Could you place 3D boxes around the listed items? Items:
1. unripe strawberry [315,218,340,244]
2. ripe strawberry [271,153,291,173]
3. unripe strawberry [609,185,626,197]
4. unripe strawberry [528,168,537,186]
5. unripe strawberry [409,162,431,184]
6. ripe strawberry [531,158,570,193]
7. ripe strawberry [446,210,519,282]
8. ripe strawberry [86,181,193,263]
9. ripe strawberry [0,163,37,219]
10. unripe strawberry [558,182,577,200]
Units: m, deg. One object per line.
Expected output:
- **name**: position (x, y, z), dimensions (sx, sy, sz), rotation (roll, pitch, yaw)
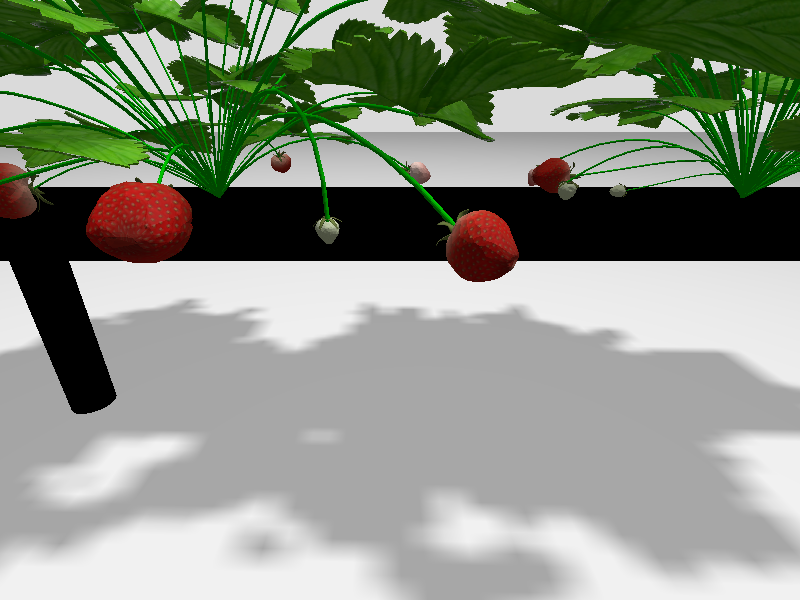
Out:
- **unripe strawberry**: position (-0.033, -0.031, 0.184), dimensions (0.011, 0.011, 0.011), rotation (-16, 29, -32)
- **ripe strawberry**: position (-0.148, -0.171, 0.501), dimensions (0.025, 0.021, 0.025), rotation (1, -24, 2)
- **unripe strawberry**: position (0.185, -0.093, 0.340), dimensions (0.012, 0.010, 0.012), rotation (-1, 24, -1)
- **unripe strawberry**: position (0.134, -0.122, 0.399), dimensions (0.017, 0.017, 0.019), rotation (39, 32, 3)
- **unripe strawberry**: position (0.019, -0.127, 0.404), dimensions (0.025, 0.022, 0.025), rotation (8, 19, -27)
- **ripe strawberry**: position (0.133, -0.111, 0.356), dimensions (0.031, 0.030, 0.034), rotation (2, 24, 6)
- **ripe strawberry**: position (0.035, -0.021, 0.163), dimensions (0.027, 0.029, 0.029), rotation (-22, 46, -40)
- **ripe strawberry**: position (-0.112, -0.031, 0.172), dimensions (0.041, 0.036, 0.037), rotation (-6, 31, -12)
- **ripe strawberry**: position (-0.262, -0.071, 0.263), dimensions (0.033, 0.035, 0.031), rotation (-19, 30, -33)
- **unripe strawberry**: position (0.138, -0.090, 0.331), dimensions (0.014, 0.014, 0.013), rotation (6, 24, -7)
